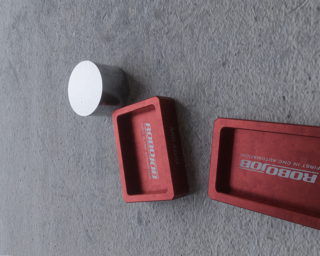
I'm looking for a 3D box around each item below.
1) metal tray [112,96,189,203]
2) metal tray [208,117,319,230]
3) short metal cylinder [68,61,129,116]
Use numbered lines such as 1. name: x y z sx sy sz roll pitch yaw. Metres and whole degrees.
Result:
1. metal tray: -0.016 0.031 0.414 0.090 0.030 0.129 -15 81 39
2. metal tray: 0.114 0.039 0.307 0.130 0.030 0.089 8 95 39
3. short metal cylinder: -0.093 -0.057 0.466 0.080 0.050 0.079 0 90 40
